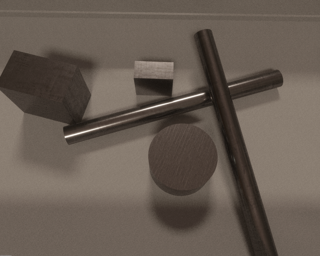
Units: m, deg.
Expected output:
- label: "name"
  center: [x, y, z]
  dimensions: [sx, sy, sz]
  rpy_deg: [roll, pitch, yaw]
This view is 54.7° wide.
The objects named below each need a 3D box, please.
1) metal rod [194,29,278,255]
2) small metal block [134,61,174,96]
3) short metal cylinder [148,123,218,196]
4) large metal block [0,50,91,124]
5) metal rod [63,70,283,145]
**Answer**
- label: "metal rod"
  center: [0.092, 0.015, 0.386]
  dimensions: [0.025, 0.025, 0.299]
  rpy_deg: [-12, 78, -5]
- label: "small metal block"
  center: [-0.008, -0.066, 0.420]
  dimensions: [0.050, 0.050, 0.025]
  rpy_deg: [2, 70, 0]
- label: "short metal cylinder"
  center: [0.027, 0.040, 0.382]
  dimensions: [0.081, 0.050, 0.080]
  rpy_deg: [0, 70, 0]
- label: "large metal block"
  center: [-0.143, -0.047, 0.396]
  dimensions: [0.080, 0.080, 0.050]
  rpy_deg: [14, 71, 5]
- label: "metal rod"
  center: [0.022, -0.030, 0.420]
  dimensions: [0.302, 0.025, 0.025]
  rpy_deg: [-16, 71, -6]
